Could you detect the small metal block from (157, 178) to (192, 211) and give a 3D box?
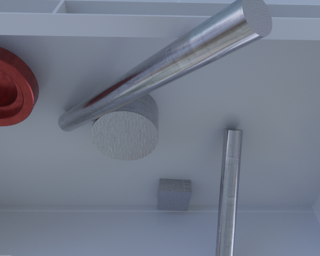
[{"bbox_3d":[0.022,0.109,0.502,0.050,0.025,0.050,4,130,-4],"label":"small metal block"}]

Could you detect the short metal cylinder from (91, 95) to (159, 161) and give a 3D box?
[{"bbox_3d":[-0.042,-0.005,0.388,0.081,0.050,0.079,-1,130,0],"label":"short metal cylinder"}]

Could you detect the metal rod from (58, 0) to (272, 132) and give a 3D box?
[{"bbox_3d":[-0.034,-0.034,0.285,0.025,0.025,0.299,34,152,-26],"label":"metal rod"}]

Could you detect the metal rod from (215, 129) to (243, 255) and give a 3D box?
[{"bbox_3d":[0.092,0.150,0.433,0.025,0.025,0.298,2,97,-3],"label":"metal rod"}]

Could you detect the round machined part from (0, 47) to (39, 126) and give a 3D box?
[{"bbox_3d":[-0.188,-0.052,0.351,0.099,0.042,0.097,-1,130,0],"label":"round machined part"}]
